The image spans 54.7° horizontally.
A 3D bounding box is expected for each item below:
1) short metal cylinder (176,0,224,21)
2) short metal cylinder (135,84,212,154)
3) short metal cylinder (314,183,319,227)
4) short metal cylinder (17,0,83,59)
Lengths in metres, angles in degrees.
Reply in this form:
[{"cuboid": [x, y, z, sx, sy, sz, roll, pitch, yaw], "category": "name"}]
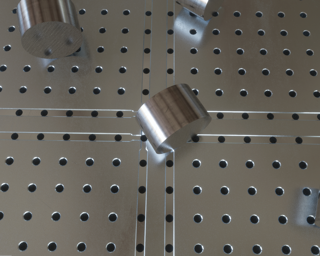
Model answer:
[{"cuboid": [0.067, -0.208, 0.459, 0.050, 0.080, 0.080, 35, 74, 12], "category": "short metal cylinder"}, {"cuboid": [0.017, -0.010, 0.386, 0.080, 0.080, 0.050, -29, 73, -10], "category": "short metal cylinder"}, {"cuboid": [0.222, 0.093, 0.350, 0.080, 0.080, 0.050, 17, 71, 6], "category": "short metal cylinder"}, {"cuboid": [-0.153, -0.141, 0.433, 0.081, 0.080, 0.050, -15, 71, -6], "category": "short metal cylinder"}]
